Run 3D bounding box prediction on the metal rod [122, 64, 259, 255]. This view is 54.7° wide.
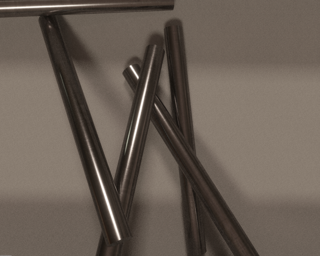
[{"bbox_3d":[0.038,0.047,0.382,0.025,0.025,0.299,-32,79,0],"label":"metal rod"}]

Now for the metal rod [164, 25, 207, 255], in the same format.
[{"bbox_3d":[0.033,0.016,0.411,0.025,0.025,0.298,-6,90,-1],"label":"metal rod"}]

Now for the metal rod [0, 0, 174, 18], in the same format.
[{"bbox_3d":[-0.132,-0.155,0.390,0.302,0.025,0.025,-6,90,-8],"label":"metal rod"}]

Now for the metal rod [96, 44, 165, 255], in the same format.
[{"bbox_3d":[-0.034,0.038,0.345,0.025,0.025,0.299,12,70,0],"label":"metal rod"}]

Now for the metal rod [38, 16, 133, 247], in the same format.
[{"bbox_3d":[-0.093,-0.018,0.350,0.025,0.025,0.299,-24,66,0],"label":"metal rod"}]
